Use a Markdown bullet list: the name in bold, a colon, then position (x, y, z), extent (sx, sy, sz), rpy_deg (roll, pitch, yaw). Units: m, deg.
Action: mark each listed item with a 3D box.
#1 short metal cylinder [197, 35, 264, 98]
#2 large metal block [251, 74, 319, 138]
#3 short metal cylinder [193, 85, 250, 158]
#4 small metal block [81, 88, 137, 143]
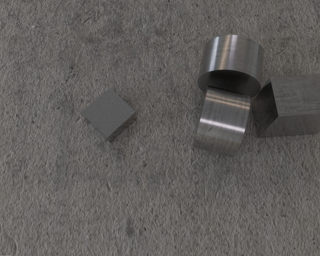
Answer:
- **short metal cylinder**: position (0.093, -0.077, 0.408), extent (0.080, 0.080, 0.050), rpy_deg (11, 71, 4)
- **large metal block**: position (0.170, -0.026, 0.390), extent (0.081, 0.080, 0.050), rpy_deg (-4, 70, -2)
- **short metal cylinder**: position (0.074, -0.008, 0.383), extent (0.050, 0.080, 0.080), rpy_deg (14, 71, 5)
- **small metal block**: position (-0.067, -0.017, 0.414), extent (0.050, 0.025, 0.050), rpy_deg (42, 75, 14)
